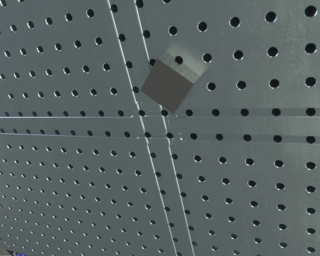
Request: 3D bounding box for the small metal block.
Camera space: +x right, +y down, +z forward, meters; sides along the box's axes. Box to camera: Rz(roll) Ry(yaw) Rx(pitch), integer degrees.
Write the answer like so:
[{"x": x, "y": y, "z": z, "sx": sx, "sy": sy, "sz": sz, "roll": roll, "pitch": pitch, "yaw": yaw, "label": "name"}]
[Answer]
[{"x": 0.012, "y": -0.053, "z": 0.371, "sx": 0.050, "sy": 0.025, "sz": 0.050, "roll": 36, "pitch": 129, "yaw": 4, "label": "small metal block"}]
